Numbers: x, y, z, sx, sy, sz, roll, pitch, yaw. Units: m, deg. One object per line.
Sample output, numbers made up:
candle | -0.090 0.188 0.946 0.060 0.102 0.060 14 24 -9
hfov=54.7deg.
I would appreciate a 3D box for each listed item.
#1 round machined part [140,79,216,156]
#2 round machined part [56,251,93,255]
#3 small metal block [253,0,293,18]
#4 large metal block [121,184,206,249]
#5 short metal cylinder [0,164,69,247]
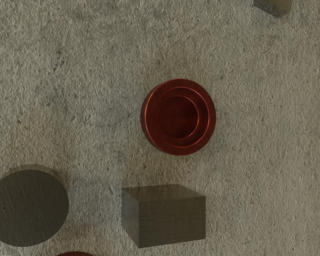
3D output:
round machined part | 0.021 -0.014 0.409 0.099 0.042 0.097 0 90 -21
round machined part | -0.104 0.201 0.362 0.099 0.042 0.097 0 90 -21
small metal block | 0.177 -0.206 0.476 0.050 0.025 0.050 18 84 -20
large metal block | 0.001 0.103 0.381 0.081 0.080 0.050 0 90 -20
short metal cylinder | -0.145 0.083 0.343 0.081 0.050 0.079 0 90 -21
